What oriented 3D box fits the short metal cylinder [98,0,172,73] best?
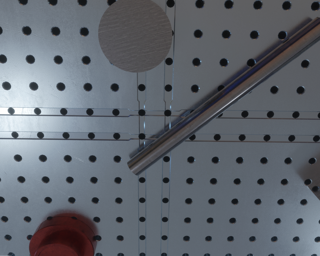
[{"bbox_3d":[-0.027,-0.109,0.360,0.081,0.050,0.079,0,110,-1],"label":"short metal cylinder"}]

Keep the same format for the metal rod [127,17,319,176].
[{"bbox_3d":[0.079,-0.033,0.402,0.300,0.025,0.025,-38,106,12],"label":"metal rod"}]

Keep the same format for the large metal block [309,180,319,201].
[{"bbox_3d":[0.280,0.096,0.440,0.080,0.050,0.080,41,105,-14],"label":"large metal block"}]

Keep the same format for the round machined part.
[{"bbox_3d":[-0.150,0.188,0.472,0.099,0.042,0.097,0,110,-1],"label":"round machined part"}]
